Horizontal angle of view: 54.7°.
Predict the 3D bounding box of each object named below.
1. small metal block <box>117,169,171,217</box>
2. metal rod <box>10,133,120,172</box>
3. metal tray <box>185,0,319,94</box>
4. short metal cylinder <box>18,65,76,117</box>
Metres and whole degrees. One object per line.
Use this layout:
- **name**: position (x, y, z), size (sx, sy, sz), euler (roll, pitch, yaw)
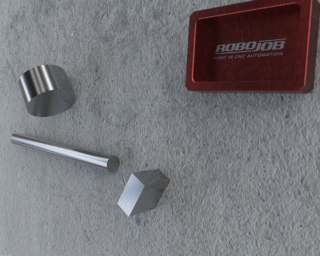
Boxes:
- **small metal block**: position (-0.021, 0.083, 0.404), size (0.025, 0.050, 0.050), euler (40, 114, 32)
- **metal rod**: position (-0.185, 0.038, 0.553), size (0.300, 0.025, 0.025), euler (8, 95, 39)
- **metal tray**: position (0.091, -0.083, 0.325), size (0.130, 0.030, 0.089), euler (6, 94, 39)
- **short metal cylinder**: position (-0.189, -0.061, 0.522), size (0.080, 0.081, 0.050), euler (-40, 66, 32)
